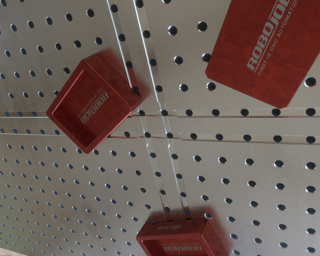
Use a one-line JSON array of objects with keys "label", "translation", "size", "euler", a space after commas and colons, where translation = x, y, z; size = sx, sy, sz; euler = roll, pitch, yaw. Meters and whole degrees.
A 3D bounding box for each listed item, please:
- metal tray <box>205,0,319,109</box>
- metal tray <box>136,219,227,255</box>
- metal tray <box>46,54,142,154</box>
[{"label": "metal tray", "translation": [0.107, -0.092, 0.294], "size": [0.090, 0.030, 0.129], "euler": [26, 127, 11]}, {"label": "metal tray", "translation": [0.035, 0.198, 0.510], "size": [0.130, 0.030, 0.090], "euler": [-18, 110, 34]}, {"label": "metal tray", "translation": [-0.097, -0.029, 0.438], "size": [0.090, 0.030, 0.129], "euler": [46, 129, -5]}]
